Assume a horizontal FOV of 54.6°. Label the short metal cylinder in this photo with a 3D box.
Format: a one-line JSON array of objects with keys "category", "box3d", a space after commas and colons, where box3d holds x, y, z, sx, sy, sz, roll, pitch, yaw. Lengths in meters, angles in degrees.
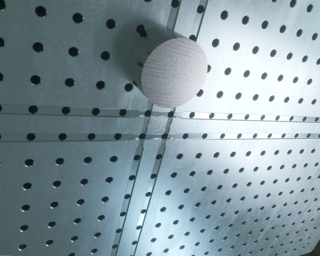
[{"category": "short metal cylinder", "box3d": [0.007, -0.069, 0.355, 0.081, 0.050, 0.080, -14, 124, -21]}]
